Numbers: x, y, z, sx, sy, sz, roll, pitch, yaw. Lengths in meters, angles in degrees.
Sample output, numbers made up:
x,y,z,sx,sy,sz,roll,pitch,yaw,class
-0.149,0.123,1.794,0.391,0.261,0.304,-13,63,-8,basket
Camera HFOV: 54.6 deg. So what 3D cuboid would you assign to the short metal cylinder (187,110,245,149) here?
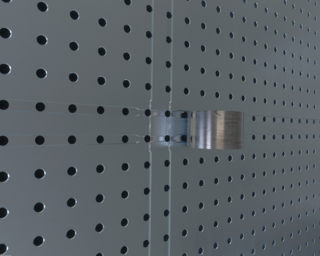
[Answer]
x,y,z,sx,sy,sz,roll,pitch,yaw,class
0.078,0.003,0.438,0.081,0.080,0.050,2,89,-40,short metal cylinder
